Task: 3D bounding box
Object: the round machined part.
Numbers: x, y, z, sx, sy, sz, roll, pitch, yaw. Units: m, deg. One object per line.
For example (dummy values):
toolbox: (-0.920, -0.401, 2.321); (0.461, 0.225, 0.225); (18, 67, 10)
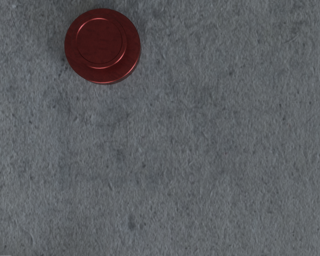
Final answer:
round machined part: (-0.075, -0.107, 0.400); (0.099, 0.042, 0.097); (0, 90, -1)
